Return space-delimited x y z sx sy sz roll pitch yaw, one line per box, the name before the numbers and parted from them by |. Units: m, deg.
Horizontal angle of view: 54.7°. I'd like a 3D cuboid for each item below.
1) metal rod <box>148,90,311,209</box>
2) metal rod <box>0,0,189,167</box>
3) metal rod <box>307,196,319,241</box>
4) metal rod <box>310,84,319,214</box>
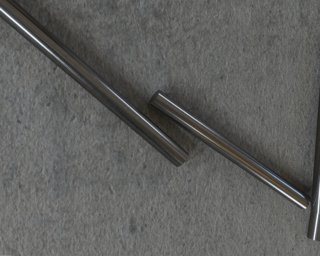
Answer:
metal rod | 0.112 0.039 0.451 0.301 0.025 0.025 34 79 -17
metal rod | -0.079 -0.052 0.380 0.300 0.025 0.025 41 77 -16
metal rod | 0.280 0.035 0.515 0.025 0.025 0.298 12 86 -20
metal rod | 0.269 -0.014 0.501 0.025 0.025 0.298 10 83 -20
